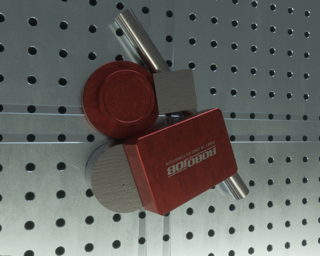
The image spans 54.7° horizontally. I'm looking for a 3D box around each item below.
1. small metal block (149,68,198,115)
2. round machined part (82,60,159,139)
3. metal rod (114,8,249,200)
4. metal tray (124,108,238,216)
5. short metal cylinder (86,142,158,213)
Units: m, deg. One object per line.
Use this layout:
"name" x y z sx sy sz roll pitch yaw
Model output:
"small metal block" 0.016 -0.046 0.390 0.050 0.025 0.050 -10 96 -15
"round machined part" -0.044 -0.035 0.382 0.099 0.042 0.097 0 90 -19
"metal rod" 0.036 -0.024 0.422 0.025 0.025 0.299 -38 102 -16
"metal tray" 0.030 0.036 0.377 0.131 0.030 0.089 -21 98 -32
"short metal cylinder" -0.047 0.057 0.378 0.081 0.050 0.079 0 90 -20
